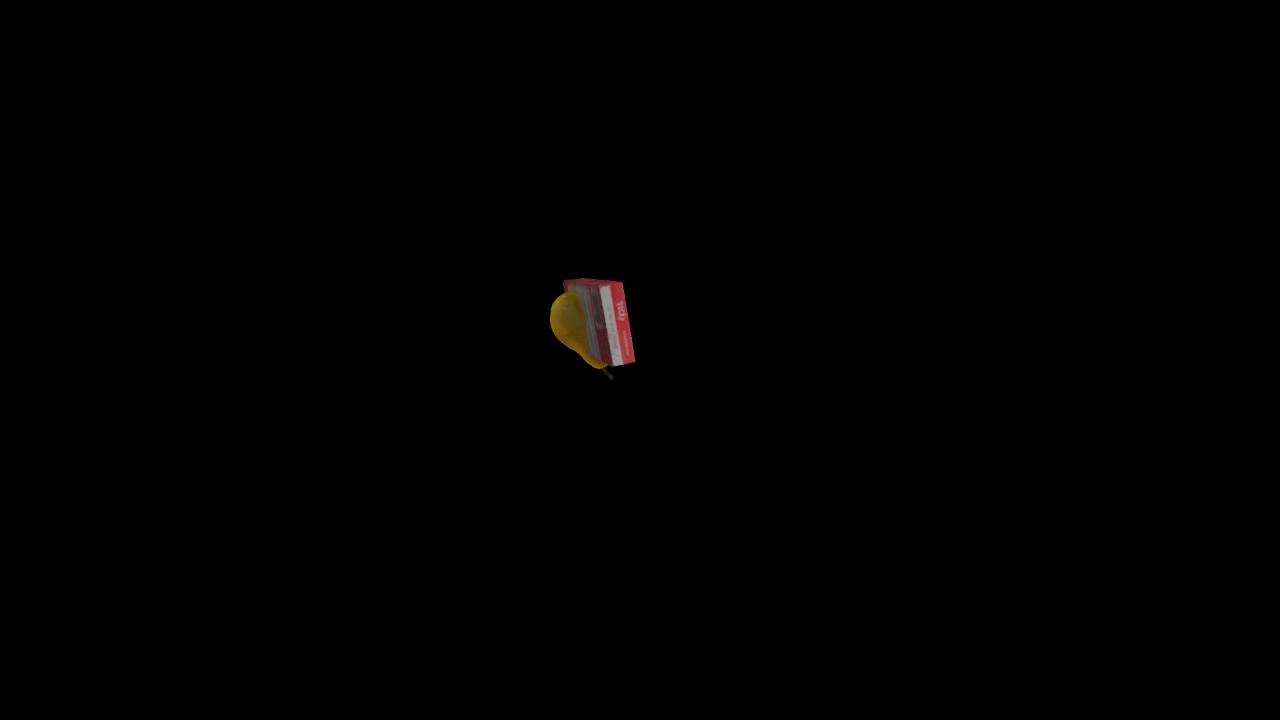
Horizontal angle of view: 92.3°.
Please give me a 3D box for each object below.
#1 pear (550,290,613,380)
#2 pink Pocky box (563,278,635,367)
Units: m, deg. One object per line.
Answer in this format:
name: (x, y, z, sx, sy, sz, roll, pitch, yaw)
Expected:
pear: (-0.058, -0.026, 0.702, 0.080, 0.111, 0.080, -17, 3, 1)
pink Pocky box: (-0.048, -0.046, 0.676, 0.029, 0.084, 0.155, -13, 12, -18)
